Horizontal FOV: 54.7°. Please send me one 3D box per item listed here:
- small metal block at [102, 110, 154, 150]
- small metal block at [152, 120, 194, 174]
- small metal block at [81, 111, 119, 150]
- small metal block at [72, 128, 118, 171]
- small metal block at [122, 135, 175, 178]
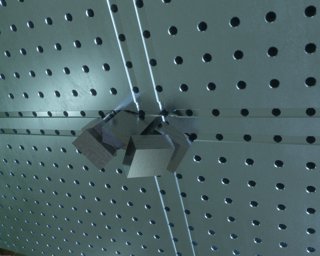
[{"bbox_3d":[-0.043,0.004,0.418,0.050,0.050,0.025,17,125,18],"label":"small metal block"},{"bbox_3d":[0.011,0.026,0.421,0.050,0.025,0.050,31,128,7],"label":"small metal block"},{"bbox_3d":[-0.080,0.009,0.457,0.050,0.025,0.050,-21,108,35],"label":"small metal block"},{"bbox_3d":[-0.086,0.027,0.419,0.025,0.050,0.050,-45,94,1],"label":"small metal block"},{"bbox_3d":[-0.015,0.035,0.389,0.050,0.025,0.050,0,131,-25],"label":"small metal block"}]
